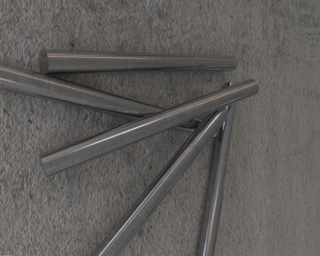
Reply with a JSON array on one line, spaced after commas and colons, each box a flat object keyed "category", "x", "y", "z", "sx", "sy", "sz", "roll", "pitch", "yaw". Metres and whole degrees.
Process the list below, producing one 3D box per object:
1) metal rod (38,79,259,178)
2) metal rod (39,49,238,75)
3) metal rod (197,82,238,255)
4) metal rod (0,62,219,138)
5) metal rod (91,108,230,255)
[{"category": "metal rod", "x": 0.008, "y": -0.011, "z": 0.378, "sx": 0.302, "sy": 0.025, "sz": 0.025, "roll": -21, "pitch": 104, "yaw": -28}, {"category": "metal rod", "x": 0.000, "y": -0.085, "z": 0.403, "sx": 0.302, "sy": 0.025, "sz": 0.025, "roll": -10, "pitch": 96, "yaw": -40}, {"category": "metal rod", "x": 0.090, "y": 0.075, "z": 0.479, "sx": 0.025, "sy": 0.025, "sz": 0.299, "roll": 18, "pitch": 79, "yaw": -39}, {"category": "metal rod", "x": -0.035, "y": -0.023, "z": 0.375, "sx": 0.302, "sy": 0.025, "sz": 0.025, "roll": 13, "pitch": 82, "yaw": -39}, {"category": "metal rod", "x": -0.005, "y": 0.079, "z": 0.381, "sx": 0.301, "sy": 0.025, "sz": 0.025, "roll": -48, "pitch": 119, "yaw": -23}]
